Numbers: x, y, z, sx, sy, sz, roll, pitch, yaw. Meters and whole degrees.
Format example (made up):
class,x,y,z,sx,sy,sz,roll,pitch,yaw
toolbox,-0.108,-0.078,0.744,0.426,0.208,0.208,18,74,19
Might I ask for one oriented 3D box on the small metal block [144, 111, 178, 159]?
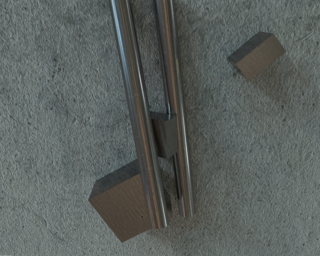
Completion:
class,x,y,z,sx,sy,sz,roll,pitch,yaw
small metal block,-0.005,0.007,0.399,0.050,0.025,0.050,12,114,33

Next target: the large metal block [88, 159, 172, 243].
class,x,y,z,sx,sy,sz,roll,pitch,yaw
large metal block,-0.039,0.099,0.432,0.080,0.050,0.080,-29,108,10

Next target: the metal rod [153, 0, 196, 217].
class,x,y,z,sx,sy,sz,roll,pitch,yaw
metal rod,0.022,-0.015,0.404,0.025,0.025,0.298,-7,110,2

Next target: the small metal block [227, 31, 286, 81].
class,x,y,z,sx,sy,sz,roll,pitch,yaw
small metal block,0.112,-0.086,0.366,0.050,0.050,0.025,-39,106,13

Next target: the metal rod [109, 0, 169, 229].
class,x,y,z,sx,sy,sz,roll,pitch,yaw
metal rod,-0.025,-0.024,0.370,0.025,0.025,0.298,-9,99,3
